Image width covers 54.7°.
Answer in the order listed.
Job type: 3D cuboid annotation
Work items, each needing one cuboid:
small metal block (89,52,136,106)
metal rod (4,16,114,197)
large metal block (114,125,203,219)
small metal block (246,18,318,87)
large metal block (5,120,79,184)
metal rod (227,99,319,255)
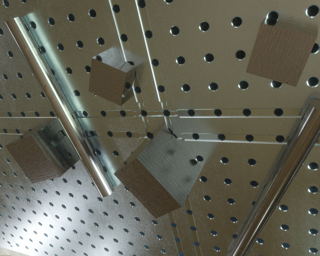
[{"bbox_3d":[-0.063,-0.064,0.405,0.050,0.025,0.050,25,127,12],"label":"small metal block"},{"bbox_3d":[-0.145,-0.020,0.475,0.025,0.025,0.299,-10,114,32],"label":"metal rod"},{"bbox_3d":[0.001,0.057,0.411,0.080,0.080,0.050,48,129,-6],"label":"large metal block"},{"bbox_3d":[0.118,-0.074,0.303,0.050,0.025,0.050,20,126,16],"label":"small metal block"},{"bbox_3d":[-0.199,0.042,0.527,0.080,0.050,0.080,-17,110,35],"label":"large metal block"},{"bbox_3d":[0.137,0.096,0.398,0.025,0.025,0.298,23,127,14],"label":"metal rod"}]
